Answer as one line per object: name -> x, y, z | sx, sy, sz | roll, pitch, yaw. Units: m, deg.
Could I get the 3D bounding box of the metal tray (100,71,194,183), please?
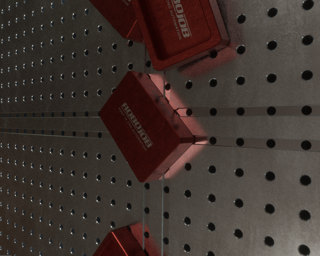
metal tray -> -0.024, -0.003, 0.424 | 0.090, 0.030, 0.130 | -49, 61, 28

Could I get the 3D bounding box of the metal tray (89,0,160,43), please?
metal tray -> -0.051, -0.197, 0.446 | 0.130, 0.030, 0.090 | 51, 119, 27

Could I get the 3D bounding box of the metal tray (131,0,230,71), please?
metal tray -> 0.017, -0.143, 0.365 | 0.090, 0.030, 0.129 | -18, 91, 30

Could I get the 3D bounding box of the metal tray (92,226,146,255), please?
metal tray -> -0.067, 0.223, 0.458 | 0.090, 0.030, 0.129 | 48, 118, 29
